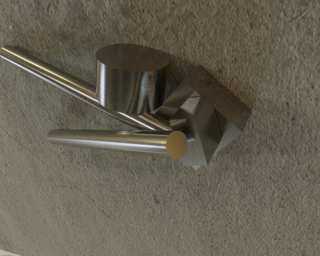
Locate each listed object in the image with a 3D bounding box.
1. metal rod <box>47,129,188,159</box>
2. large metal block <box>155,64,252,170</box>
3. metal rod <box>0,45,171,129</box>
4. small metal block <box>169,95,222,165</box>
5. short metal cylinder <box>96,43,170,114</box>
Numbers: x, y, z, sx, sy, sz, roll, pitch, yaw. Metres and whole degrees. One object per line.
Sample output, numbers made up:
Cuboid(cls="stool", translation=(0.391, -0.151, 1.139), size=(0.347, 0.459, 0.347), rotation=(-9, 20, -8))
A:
Cuboid(cls="metal rod", translation=(-0.078, 0.014, 0.388), size=(0.300, 0.025, 0.025), rotation=(0, 121, 52))
Cuboid(cls="large metal block", translation=(0.044, -0.011, 0.359), size=(0.080, 0.050, 0.080), rotation=(42, 130, 0))
Cuboid(cls="metal rod", translation=(-0.103, -0.050, 0.393), size=(0.300, 0.025, 0.025), rotation=(27, 128, 25))
Cuboid(cls="small metal block", translation=(0.037, 0.002, 0.305), size=(0.025, 0.050, 0.050), rotation=(-4, 117, 30))
Cuboid(cls="short metal cylinder", translation=(-0.032, -0.058, 0.354), size=(0.080, 0.080, 0.050), rotation=(19, 126, 16))
